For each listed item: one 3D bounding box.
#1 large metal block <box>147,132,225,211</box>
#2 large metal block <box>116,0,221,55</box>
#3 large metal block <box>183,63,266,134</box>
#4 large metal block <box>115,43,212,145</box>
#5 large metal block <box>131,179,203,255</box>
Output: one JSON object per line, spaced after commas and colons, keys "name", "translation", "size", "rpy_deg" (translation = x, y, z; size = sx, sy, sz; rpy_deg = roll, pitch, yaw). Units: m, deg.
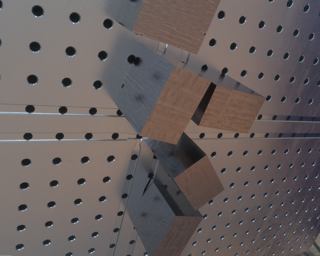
{"name": "large metal block", "translation": [0.036, 0.054, 0.431], "size": [0.050, 0.080, 0.080], "rpy_deg": [-36, 129, -5]}
{"name": "large metal block", "translation": [0.011, -0.132, 0.321], "size": [0.081, 0.050, 0.079], "rpy_deg": [10, 114, -33]}
{"name": "large metal block", "translation": [0.069, -0.038, 0.391], "size": [0.081, 0.080, 0.050], "rpy_deg": [8, 114, -32]}
{"name": "large metal block", "translation": [-0.001, -0.039, 0.352], "size": [0.050, 0.080, 0.080], "rpy_deg": [16, 110, -35]}
{"name": "large metal block", "translation": [0.007, 0.136, 0.466], "size": [0.050, 0.080, 0.080], "rpy_deg": [14, 111, -35]}
